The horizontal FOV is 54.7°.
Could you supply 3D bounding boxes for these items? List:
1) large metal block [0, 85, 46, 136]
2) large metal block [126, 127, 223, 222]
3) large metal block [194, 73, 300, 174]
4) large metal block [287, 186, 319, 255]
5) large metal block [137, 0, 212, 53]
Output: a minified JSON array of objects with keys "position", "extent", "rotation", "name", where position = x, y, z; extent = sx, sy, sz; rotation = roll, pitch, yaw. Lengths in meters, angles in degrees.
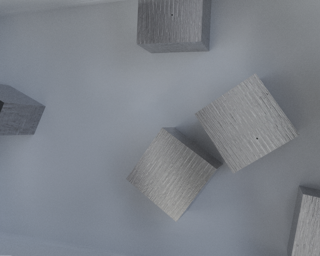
[{"position":[-0.237,-0.029,0.463],"extent":[0.080,0.080,0.050],"rotation":[28,99,17],"name":"large metal block"},{"position":[0.019,0.055,0.390],"extent":[0.080,0.050,0.080],"rotation":[38,102,15],"name":"large metal block"},{"position":[0.101,-0.005,0.362],"extent":[0.080,0.050,0.080],"rotation":[-35,79,16],"name":"large metal block"},{"position":[0.187,0.114,0.332],"extent":[0.080,0.050,0.079],"rotation":[10,93,19],"name":"large metal block"},{"position":[0.019,-0.141,0.390],"extent":[0.080,0.050,0.079],"rotation":[3,91,19],"name":"large metal block"}]
